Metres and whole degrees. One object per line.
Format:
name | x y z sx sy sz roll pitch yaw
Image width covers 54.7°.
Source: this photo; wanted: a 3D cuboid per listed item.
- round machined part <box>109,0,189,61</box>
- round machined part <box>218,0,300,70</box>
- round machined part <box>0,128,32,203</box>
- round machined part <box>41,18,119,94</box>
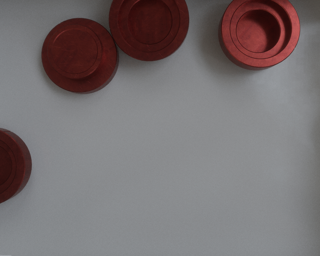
round machined part | -0.012 -0.135 0.395 0.099 0.042 0.097 1 103 5
round machined part | 0.125 -0.123 0.404 0.099 0.042 0.097 0 90 0
round machined part | -0.215 0.048 0.401 0.099 0.042 0.097 0 90 0
round machined part | -0.105 -0.095 0.402 0.099 0.042 0.097 0 90 0
